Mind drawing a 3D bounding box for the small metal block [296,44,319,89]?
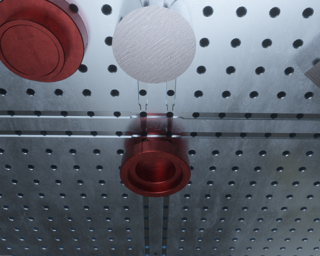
[{"bbox_3d":[0.196,-0.071,0.352,0.050,0.025,0.050,31,124,-24],"label":"small metal block"}]

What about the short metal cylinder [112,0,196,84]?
[{"bbox_3d":[-0.005,-0.093,0.316,0.081,0.050,0.079,0,130,0],"label":"short metal cylinder"}]

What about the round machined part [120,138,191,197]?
[{"bbox_3d":[-0.006,0.053,0.445,0.099,0.042,0.097,0,130,0],"label":"round machined part"}]

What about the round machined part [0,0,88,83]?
[{"bbox_3d":[-0.129,-0.089,0.324,0.099,0.042,0.097,0,131,0],"label":"round machined part"}]
